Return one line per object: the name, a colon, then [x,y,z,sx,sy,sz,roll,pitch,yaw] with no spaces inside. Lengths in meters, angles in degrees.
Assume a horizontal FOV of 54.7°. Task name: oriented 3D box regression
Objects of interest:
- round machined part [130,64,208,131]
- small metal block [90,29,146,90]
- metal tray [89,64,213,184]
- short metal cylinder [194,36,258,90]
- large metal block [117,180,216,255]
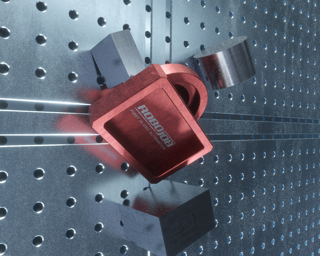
round machined part: [0.005,-0.037,0.381,0.099,0.042,0.097,-14,135,-14]
small metal block: [-0.047,-0.076,0.348,0.025,0.050,0.050,-29,100,-36]
metal tray: [-0.006,0.002,0.352,0.090,0.030,0.130,-33,131,7]
short metal cylinder: [0.096,-0.095,0.453,0.080,0.080,0.050,-36,113,-34]
large metal block: [0.008,0.107,0.380,0.081,0.080,0.050,-19,102,-39]
